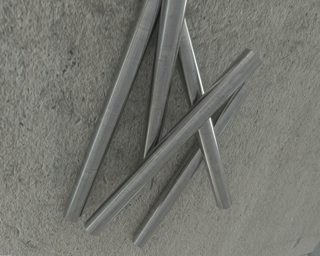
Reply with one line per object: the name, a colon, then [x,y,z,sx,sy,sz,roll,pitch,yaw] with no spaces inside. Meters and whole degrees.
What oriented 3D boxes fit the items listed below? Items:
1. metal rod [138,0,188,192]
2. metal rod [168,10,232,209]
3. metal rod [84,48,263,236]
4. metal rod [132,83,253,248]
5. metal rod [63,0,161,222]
metal rod: [-0.001,-0.039,0.363,0.025,0.025,0.298,-7,127,-25]
metal rod: [0.057,-0.005,0.409,0.025,0.025,0.299,-26,120,-12]
metal rod: [0.008,0.025,0.382,0.299,0.025,0.025,-48,129,12]
metal rod: [0.042,0.061,0.467,0.025,0.025,0.299,22,107,-36]
metal rod: [-0.060,-0.011,0.366,0.025,0.025,0.298,11,113,-33]
